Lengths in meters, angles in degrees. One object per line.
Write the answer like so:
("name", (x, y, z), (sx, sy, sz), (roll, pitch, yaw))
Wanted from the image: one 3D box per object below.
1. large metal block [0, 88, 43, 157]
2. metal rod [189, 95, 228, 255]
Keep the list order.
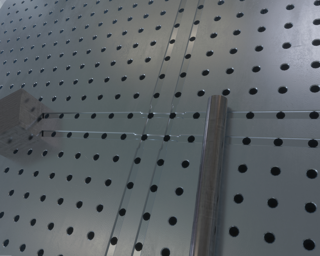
("large metal block", (-0.252, -0.009, 0.530), (0.080, 0.050, 0.080), (-24, 53, 13))
("metal rod", (0.047, 0.097, 0.324), (0.025, 0.025, 0.299), (-3, 60, 26))
